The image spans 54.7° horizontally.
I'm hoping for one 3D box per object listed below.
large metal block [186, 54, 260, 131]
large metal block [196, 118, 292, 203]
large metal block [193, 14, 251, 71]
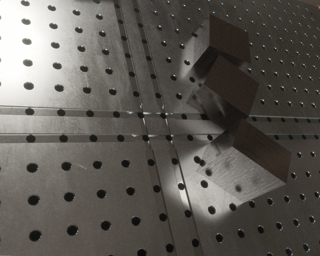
[{"bbox_3d":[0.099,-0.054,0.480,0.080,0.050,0.080,35,51,-6],"label":"large metal block"},{"bbox_3d":[0.109,0.045,0.406,0.080,0.080,0.050,34,51,-6],"label":"large metal block"},{"bbox_3d":[0.106,-0.138,0.536,0.081,0.050,0.080,18,55,-18],"label":"large metal block"}]
